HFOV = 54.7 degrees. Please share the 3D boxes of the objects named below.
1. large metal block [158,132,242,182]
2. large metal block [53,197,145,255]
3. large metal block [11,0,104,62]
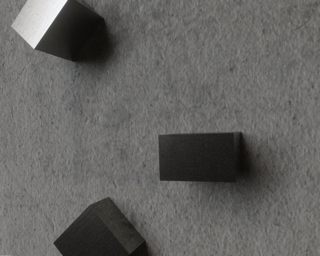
[{"bbox_3d":[0.050,0.031,0.361,0.080,0.080,0.050,-2,90,19],"label":"large metal block"},{"bbox_3d":[-0.082,0.156,0.423,0.080,0.050,0.080,47,104,13],"label":"large metal block"},{"bbox_3d":[-0.138,-0.146,0.427,0.050,0.080,0.080,44,103,14],"label":"large metal block"}]
